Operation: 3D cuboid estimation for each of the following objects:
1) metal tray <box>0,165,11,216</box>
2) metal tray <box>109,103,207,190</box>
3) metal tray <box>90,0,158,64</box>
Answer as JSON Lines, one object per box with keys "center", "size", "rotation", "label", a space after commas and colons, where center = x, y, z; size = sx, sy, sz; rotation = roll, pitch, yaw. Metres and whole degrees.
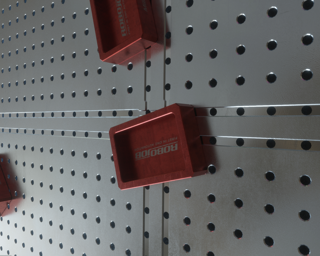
{"center": [-0.399, 0.138, 0.730], "size": [0.090, 0.030, 0.130], "rotation": [-48, 62, 29], "label": "metal tray"}
{"center": [-0.008, 0.028, 0.410], "size": [0.130, 0.030, 0.090], "rotation": [-18, 78, 38], "label": "metal tray"}
{"center": [-0.058, -0.170, 0.451], "size": [0.090, 0.030, 0.129], "rotation": [-19, 78, 38], "label": "metal tray"}
